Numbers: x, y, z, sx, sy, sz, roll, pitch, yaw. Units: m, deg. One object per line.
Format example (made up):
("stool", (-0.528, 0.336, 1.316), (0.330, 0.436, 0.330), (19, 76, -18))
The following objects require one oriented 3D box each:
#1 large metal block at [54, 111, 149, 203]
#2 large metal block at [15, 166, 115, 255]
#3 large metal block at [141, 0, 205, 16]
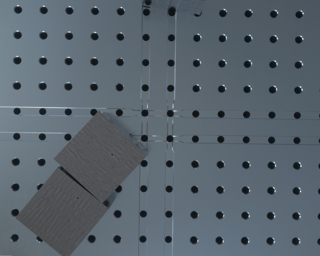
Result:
("large metal block", (-0.072, 0.035, 0.400), (0.080, 0.050, 0.080), (43, 90, 0))
("large metal block", (-0.118, 0.103, 0.400), (0.080, 0.050, 0.080), (39, 90, 0))
("large metal block", (0.022, -0.200, 0.401), (0.080, 0.050, 0.080), (10, 90, 0))
